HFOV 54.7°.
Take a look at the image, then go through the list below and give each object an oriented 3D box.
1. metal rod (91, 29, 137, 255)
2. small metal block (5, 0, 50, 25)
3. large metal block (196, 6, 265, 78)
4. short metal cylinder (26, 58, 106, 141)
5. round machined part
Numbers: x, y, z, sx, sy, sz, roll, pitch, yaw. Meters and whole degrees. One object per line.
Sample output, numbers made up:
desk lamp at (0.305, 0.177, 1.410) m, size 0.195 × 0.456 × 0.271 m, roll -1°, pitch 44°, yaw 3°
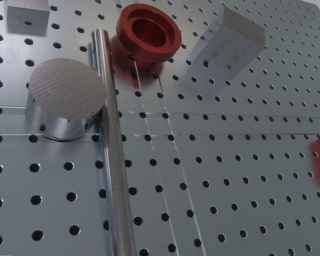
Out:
metal rod at (-0.061, -0.001, 0.375) m, size 0.025 × 0.025 × 0.299 m, roll 4°, pitch 60°, yaw -27°
small metal block at (-0.178, -0.168, 0.415) m, size 0.050 × 0.025 × 0.050 m, roll -3°, pitch 63°, yaw -30°
large metal block at (0.118, -0.143, 0.524) m, size 0.080 × 0.080 × 0.050 m, roll 23°, pitch 53°, yaw -15°
short metal cylinder at (-0.108, -0.032, 0.354) m, size 0.081 × 0.050 × 0.080 m, roll 14°, pitch 56°, yaw -21°
round machined part at (-0.020, -0.137, 0.470) m, size 0.099 × 0.042 × 0.098 m, roll 14°, pitch 56°, yaw -21°
